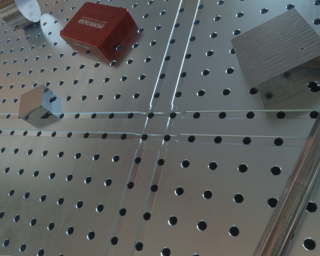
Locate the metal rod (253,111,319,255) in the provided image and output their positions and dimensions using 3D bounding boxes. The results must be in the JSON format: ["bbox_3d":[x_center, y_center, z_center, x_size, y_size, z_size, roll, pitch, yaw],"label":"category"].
[{"bbox_3d":[0.134,0.060,0.300,0.025,0.025,0.300,21,73,36],"label":"metal rod"}]

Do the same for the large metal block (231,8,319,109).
[{"bbox_3d":[0.142,-0.083,0.368,0.080,0.050,0.080,-25,53,12],"label":"large metal block"}]

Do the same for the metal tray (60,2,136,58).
[{"bbox_3d":[-0.120,-0.188,0.584,0.130,0.030,0.090,26,75,36],"label":"metal tray"}]

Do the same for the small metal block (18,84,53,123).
[{"bbox_3d":[-0.220,-0.043,0.550,0.050,0.025,0.050,-22,54,15],"label":"small metal block"}]

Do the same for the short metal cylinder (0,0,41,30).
[{"bbox_3d":[-0.322,-0.274,0.710,0.050,0.080,0.080,-15,56,20],"label":"short metal cylinder"}]
